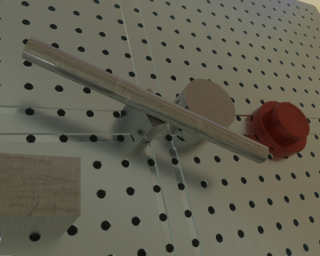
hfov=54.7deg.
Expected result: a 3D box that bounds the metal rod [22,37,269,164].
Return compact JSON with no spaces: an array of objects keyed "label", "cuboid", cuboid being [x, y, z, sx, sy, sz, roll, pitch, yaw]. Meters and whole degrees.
[{"label":"metal rod","cuboid":[-0.003,-0.025,0.358,0.302,0.025,0.025,24,53,-14]}]

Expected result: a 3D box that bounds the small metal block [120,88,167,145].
[{"label":"small metal block","cuboid":[-0.020,-0.014,0.391,0.025,0.050,0.050,-17,71,-35]}]

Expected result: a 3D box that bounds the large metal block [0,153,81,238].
[{"label":"large metal block","cuboid":[-0.119,0.062,0.271,0.081,0.080,0.050,6,59,-25]}]

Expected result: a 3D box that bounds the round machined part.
[{"label":"round machined part","cuboid":[0.207,-0.004,0.514,0.099,0.042,0.098,14,56,-21]}]

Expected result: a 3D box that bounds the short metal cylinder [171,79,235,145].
[{"label":"short metal cylinder","cuboid":[0.059,-0.023,0.439,0.081,0.050,0.080,14,56,-21]}]
